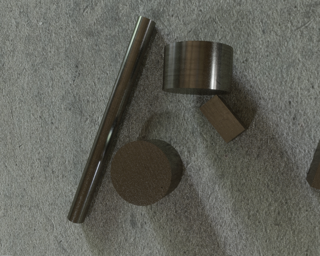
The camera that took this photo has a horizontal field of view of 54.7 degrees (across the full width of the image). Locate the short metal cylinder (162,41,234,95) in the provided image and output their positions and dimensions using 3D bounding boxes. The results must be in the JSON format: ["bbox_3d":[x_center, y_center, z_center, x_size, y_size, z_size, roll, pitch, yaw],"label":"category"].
[{"bbox_3d":[0.044,-0.067,0.364,0.080,0.080,0.050,3,91,19],"label":"short metal cylinder"}]

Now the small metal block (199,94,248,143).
[{"bbox_3d":[0.077,-0.011,0.368,0.025,0.050,0.050,-40,78,15],"label":"small metal block"}]

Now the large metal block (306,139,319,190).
[{"bbox_3d":[0.210,0.034,0.322,0.080,0.050,0.080,18,96,18],"label":"large metal block"}]

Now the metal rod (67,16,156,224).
[{"bbox_3d":[-0.070,-0.006,0.432,0.025,0.025,0.298,23,97,18],"label":"metal rod"}]

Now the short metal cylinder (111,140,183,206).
[{"bbox_3d":[-0.016,0.055,0.400,0.080,0.050,0.079,0,90,19],"label":"short metal cylinder"}]
